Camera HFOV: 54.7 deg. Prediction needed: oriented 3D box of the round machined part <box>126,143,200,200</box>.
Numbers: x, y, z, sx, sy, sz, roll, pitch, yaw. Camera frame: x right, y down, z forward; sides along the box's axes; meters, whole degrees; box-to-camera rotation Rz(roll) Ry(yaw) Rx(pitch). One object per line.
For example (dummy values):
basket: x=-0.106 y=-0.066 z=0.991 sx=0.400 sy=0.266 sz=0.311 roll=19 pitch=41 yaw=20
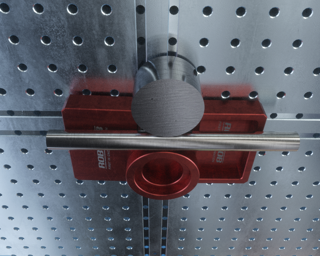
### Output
round machined part: x=0.004 y=0.053 z=0.429 sx=0.099 sy=0.042 sz=0.097 roll=0 pitch=130 yaw=0

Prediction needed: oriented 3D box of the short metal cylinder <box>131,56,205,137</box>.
short metal cylinder: x=0.009 y=-0.036 z=0.359 sx=0.081 sy=0.050 sz=0.079 roll=0 pitch=130 yaw=0

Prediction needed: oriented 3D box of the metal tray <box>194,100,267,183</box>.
metal tray: x=0.084 y=0.023 z=0.423 sx=0.091 sy=0.030 sz=0.129 roll=0 pitch=130 yaw=-1

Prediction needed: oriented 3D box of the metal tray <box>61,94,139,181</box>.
metal tray: x=-0.074 y=0.018 z=0.416 sx=0.091 sy=0.030 sz=0.129 roll=2 pitch=130 yaw=-2

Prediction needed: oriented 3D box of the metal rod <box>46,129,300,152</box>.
metal rod: x=0.017 y=0.015 z=0.380 sx=0.302 sy=0.025 sz=0.025 roll=0 pitch=130 yaw=-1
